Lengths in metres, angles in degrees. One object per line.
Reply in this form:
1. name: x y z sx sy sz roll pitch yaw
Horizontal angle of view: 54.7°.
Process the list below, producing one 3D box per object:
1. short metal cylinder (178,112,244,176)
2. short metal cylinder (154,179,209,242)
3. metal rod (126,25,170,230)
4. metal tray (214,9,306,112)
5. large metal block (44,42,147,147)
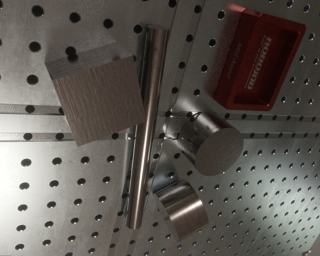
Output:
1. short metal cylinder: 0.073 0.023 0.451 0.081 0.050 0.079 -14 125 -21
2. short metal cylinder: 0.031 0.125 0.472 0.050 0.080 0.080 -25 128 -13
3. metal rod: -0.021 0.019 0.412 0.025 0.025 0.298 -6 121 -26
4. metal tray: 0.137 -0.088 0.430 0.091 0.030 0.129 1 118 -29
5. large metal block: -0.068 -0.038 0.336 0.081 0.050 0.079 -21 127 -16
